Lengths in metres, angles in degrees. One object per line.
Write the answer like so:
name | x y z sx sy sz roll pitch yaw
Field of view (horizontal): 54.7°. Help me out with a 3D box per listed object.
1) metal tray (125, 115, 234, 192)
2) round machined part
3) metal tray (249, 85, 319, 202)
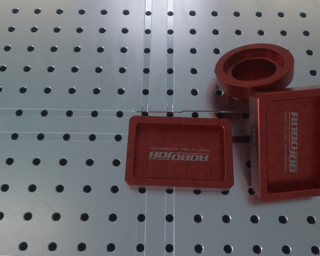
metal tray | 0.025 0.033 0.397 0.131 0.030 0.090 2 70 0
round machined part | 0.126 -0.069 0.414 0.098 0.042 0.098 -11 42 10
metal tray | 0.157 0.018 0.369 0.091 0.030 0.129 -6 102 -2
